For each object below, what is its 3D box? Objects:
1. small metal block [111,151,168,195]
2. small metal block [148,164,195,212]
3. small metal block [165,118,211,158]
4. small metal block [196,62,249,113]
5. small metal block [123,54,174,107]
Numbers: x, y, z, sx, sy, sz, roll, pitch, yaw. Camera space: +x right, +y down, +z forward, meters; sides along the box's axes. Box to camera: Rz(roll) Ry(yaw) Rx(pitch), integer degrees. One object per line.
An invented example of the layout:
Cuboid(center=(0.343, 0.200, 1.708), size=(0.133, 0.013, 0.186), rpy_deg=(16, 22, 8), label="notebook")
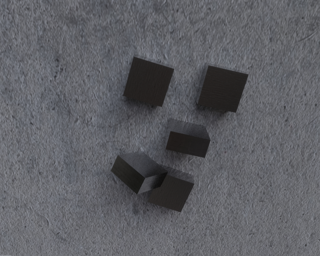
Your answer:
Cuboid(center=(-0.026, 0.057, 0.406), size=(0.050, 0.050, 0.025), rpy_deg=(36, 111, 28), label="small metal block")
Cuboid(center=(0.015, 0.086, 0.441), size=(0.050, 0.025, 0.050), rpy_deg=(20, 109, -7), label="small metal block")
Cuboid(center=(0.034, 0.012, 0.401), size=(0.050, 0.050, 0.025), rpy_deg=(13, 110, -5), label="small metal block")
Cuboid(center=(0.077, -0.051, 0.391), size=(0.050, 0.025, 0.050), rpy_deg=(12, 110, -5), label="small metal block")
Cuboid(center=(-0.014, -0.060, 0.388), size=(0.050, 0.025, 0.050), rpy_deg=(16, 109, -6), label="small metal block")
